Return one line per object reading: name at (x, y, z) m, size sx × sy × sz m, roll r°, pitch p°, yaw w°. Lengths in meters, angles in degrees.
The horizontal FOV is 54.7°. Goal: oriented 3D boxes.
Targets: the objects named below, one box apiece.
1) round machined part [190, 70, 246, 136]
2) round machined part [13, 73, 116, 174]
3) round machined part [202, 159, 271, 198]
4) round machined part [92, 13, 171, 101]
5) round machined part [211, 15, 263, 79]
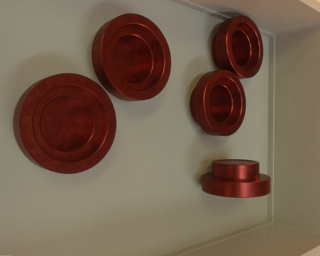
round machined part at (0.084, -0.037, 0.468) m, size 0.099 × 0.042 × 0.097 m, roll 0°, pitch 90°, yaw -40°
round machined part at (-0.097, -0.004, 0.315) m, size 0.099 × 0.042 × 0.097 m, roll 0°, pitch 90°, yaw -40°
round machined part at (0.111, 0.070, 0.455) m, size 0.099 × 0.098 × 0.042 m, roll -1°, pitch 91°, yaw -40°
round machined part at (-0.037, -0.080, 0.366) m, size 0.099 × 0.042 × 0.097 m, roll 0°, pitch 90°, yaw -40°
round machined part at (0.121, -0.127, 0.500) m, size 0.099 × 0.042 × 0.097 m, roll 0°, pitch 90°, yaw -40°
